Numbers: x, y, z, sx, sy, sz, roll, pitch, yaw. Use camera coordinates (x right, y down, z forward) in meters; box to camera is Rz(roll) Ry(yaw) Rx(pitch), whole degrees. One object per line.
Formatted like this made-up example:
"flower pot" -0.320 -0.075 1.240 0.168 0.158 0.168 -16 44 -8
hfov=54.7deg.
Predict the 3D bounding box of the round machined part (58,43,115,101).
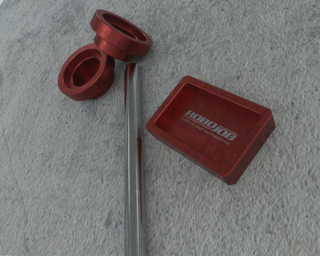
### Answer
"round machined part" -0.113 -0.085 0.502 0.098 0.042 0.098 -14 58 24

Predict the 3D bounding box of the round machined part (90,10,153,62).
"round machined part" -0.064 -0.140 0.485 0.042 0.099 0.098 -56 46 26

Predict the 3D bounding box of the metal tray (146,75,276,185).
"metal tray" 0.056 -0.003 0.372 0.130 0.030 0.090 31 79 37

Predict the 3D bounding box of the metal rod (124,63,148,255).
"metal rod" -0.034 0.032 0.401 0.025 0.025 0.299 -17 55 18
